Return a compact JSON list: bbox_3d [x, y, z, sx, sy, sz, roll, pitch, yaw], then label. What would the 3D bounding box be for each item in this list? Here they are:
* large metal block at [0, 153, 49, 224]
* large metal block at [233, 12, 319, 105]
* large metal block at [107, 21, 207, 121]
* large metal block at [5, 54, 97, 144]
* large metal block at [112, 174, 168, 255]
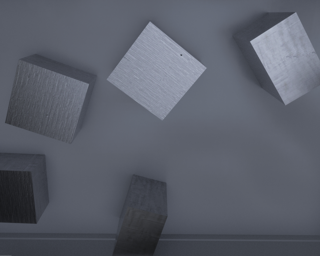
[{"bbox_3d":[-0.204,0.082,0.426,0.081,0.050,0.079,3,110,-1],"label":"large metal block"},{"bbox_3d":[0.133,-0.082,0.353,0.050,0.080,0.080,-32,107,11],"label":"large metal block"},{"bbox_3d":[-0.004,-0.070,0.372,0.080,0.050,0.080,36,106,-13],"label":"large metal block"},{"bbox_3d":[-0.132,-0.037,0.383,0.080,0.050,0.079,19,109,-7],"label":"large metal block"},{"bbox_3d":[-0.026,0.123,0.427,0.050,0.080,0.079,16,109,-6],"label":"large metal block"}]
